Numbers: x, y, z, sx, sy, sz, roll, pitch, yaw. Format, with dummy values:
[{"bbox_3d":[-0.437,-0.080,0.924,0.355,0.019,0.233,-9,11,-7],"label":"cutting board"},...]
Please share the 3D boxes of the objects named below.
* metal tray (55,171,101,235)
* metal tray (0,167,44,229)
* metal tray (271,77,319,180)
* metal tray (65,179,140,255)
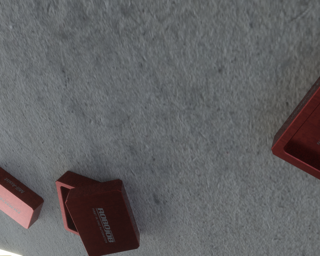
[{"bbox_3d":[-0.136,0.147,0.563,0.090,0.030,0.129,15,125,19],"label":"metal tray"},{"bbox_3d":[-0.314,0.147,0.656,0.130,0.030,0.089,35,129,4],"label":"metal tray"},{"bbox_3d":[0.184,-0.005,0.303,0.090,0.030,0.129,30,128,8],"label":"metal tray"},{"bbox_3d":[-0.092,0.154,0.520,0.090,0.030,0.129,-12,116,2],"label":"metal tray"}]
